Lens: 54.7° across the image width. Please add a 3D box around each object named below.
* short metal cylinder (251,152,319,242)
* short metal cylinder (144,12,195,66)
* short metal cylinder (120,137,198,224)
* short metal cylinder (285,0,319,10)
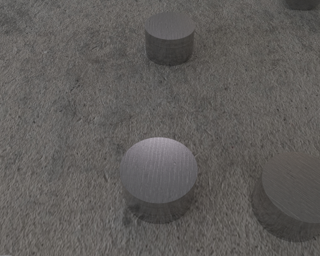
[{"bbox_3d":[0.142,0.072,0.327,0.080,0.050,0.080,0,50,0],"label":"short metal cylinder"},{"bbox_3d":[0.016,-0.148,0.511,0.080,0.050,0.080,0,50,0],"label":"short metal cylinder"},{"bbox_3d":[-0.001,0.057,0.339,0.080,0.050,0.080,0,50,0],"label":"short metal cylinder"},{"bbox_3d":[0.282,-0.279,0.604,0.080,0.080,0.050,4,50,3],"label":"short metal cylinder"}]
